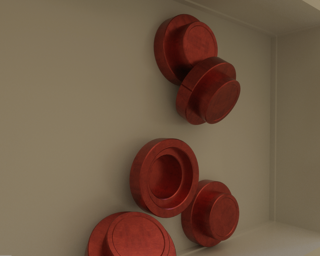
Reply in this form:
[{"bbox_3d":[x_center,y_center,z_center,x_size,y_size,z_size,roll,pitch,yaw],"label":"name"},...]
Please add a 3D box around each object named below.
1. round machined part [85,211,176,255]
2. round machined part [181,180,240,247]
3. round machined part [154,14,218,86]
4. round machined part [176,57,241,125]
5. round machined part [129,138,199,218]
[{"bbox_3d":[-0.028,0.131,0.334,0.099,0.098,0.042,-13,139,-39],"label":"round machined part"},{"bbox_3d":[0.082,0.129,0.464,0.099,0.042,0.097,0,90,-40],"label":"round machined part"},{"bbox_3d":[0.043,-0.109,0.431,0.099,0.042,0.097,0,90,-40],"label":"round machined part"},{"bbox_3d":[0.072,-0.044,0.425,0.099,0.042,0.097,-30,142,-27],"label":"round machined part"},{"bbox_3d":[0.001,0.061,0.396,0.099,0.042,0.097,0,90,-40],"label":"round machined part"}]
